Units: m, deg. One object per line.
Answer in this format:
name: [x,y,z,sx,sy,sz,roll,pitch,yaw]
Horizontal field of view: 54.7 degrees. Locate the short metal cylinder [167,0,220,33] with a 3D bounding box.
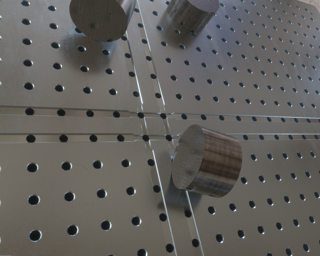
short metal cylinder: [0.060,-0.221,0.561,0.081,0.050,0.080,14,56,-21]

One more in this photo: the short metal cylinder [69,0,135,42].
short metal cylinder: [-0.079,-0.169,0.435,0.080,0.080,0.050,23,53,-15]

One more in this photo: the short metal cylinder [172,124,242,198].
short metal cylinder: [0.055,0.041,0.379,0.050,0.080,0.080,17,55,-19]
